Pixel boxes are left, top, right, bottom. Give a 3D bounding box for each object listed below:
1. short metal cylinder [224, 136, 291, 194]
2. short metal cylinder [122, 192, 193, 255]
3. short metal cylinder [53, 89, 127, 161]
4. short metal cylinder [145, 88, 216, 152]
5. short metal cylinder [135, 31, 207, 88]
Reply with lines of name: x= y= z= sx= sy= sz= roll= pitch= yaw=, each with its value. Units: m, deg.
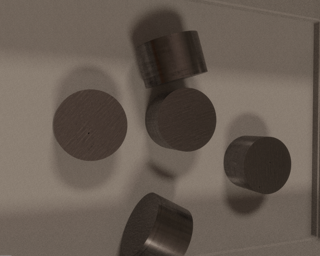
short metal cylinder: x=0.141 y=0.052 z=0.451 sx=0.081 sy=0.050 sz=0.079 roll=0 pitch=90 yaw=-21
short metal cylinder: x=-0.004 y=0.127 z=0.381 sx=0.050 sy=0.080 sz=0.080 roll=31 pitch=80 yaw=-18
short metal cylinder: x=-0.084 y=-0.003 z=0.367 sx=0.081 sy=0.050 sz=0.079 roll=0 pitch=90 yaw=-20
short metal cylinder: x=0.026 y=-0.011 z=0.408 sx=0.081 sy=0.050 sz=0.079 roll=0 pitch=90 yaw=-21
short metal cylinder: x=0.014 y=-0.084 z=0.387 sx=0.081 sy=0.080 sz=0.050 roll=-18 pitch=96 yaw=-20
